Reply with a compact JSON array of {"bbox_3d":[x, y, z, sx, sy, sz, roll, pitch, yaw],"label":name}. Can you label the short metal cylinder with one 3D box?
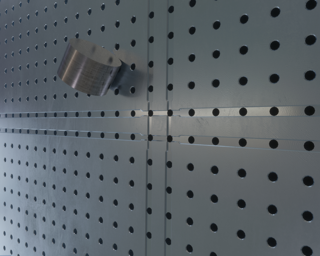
[{"bbox_3d":[-0.105,-0.091,0.461,0.080,0.081,0.050,45,117,31],"label":"short metal cylinder"}]
